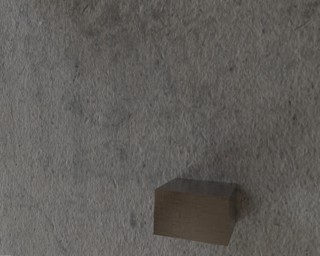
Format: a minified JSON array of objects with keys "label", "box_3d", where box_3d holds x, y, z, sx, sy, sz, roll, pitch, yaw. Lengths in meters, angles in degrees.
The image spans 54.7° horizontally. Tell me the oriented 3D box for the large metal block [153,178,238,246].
[{"label":"large metal block","box_3d":[0.045,0.093,0.363,0.080,0.080,0.050,2,91,19]}]
